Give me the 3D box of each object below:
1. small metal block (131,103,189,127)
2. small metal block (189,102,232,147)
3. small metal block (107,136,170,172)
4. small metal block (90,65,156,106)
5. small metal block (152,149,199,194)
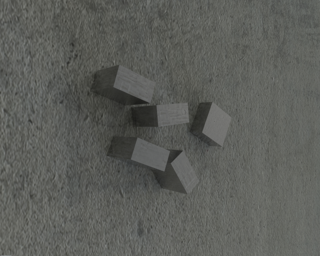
[{"bbox_3d":[0.000,-0.017,0.388,0.050,0.050,0.025,-8,96,-40],"label":"small metal block"},{"bbox_3d":[0.077,-0.005,0.469,0.050,0.025,0.050,33,70,-35],"label":"small metal block"},{"bbox_3d":[-0.026,0.030,0.367,0.050,0.050,0.025,26,74,-37],"label":"small metal block"},{"bbox_3d":[-0.042,-0.047,0.352,0.050,0.050,0.025,21,77,-38],"label":"small metal block"},{"bbox_3d":[0.016,0.055,0.401,0.025,0.050,0.050,-42,116,-32],"label":"small metal block"}]
